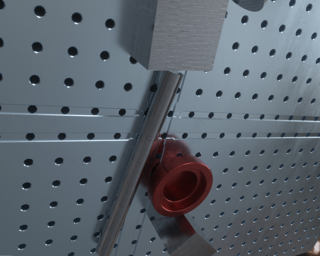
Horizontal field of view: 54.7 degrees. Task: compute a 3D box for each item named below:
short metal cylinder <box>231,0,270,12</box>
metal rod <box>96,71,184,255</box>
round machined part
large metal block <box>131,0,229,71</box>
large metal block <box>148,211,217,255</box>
[{"bbox_3d":[0.096,-0.170,0.322,0.050,0.080,0.080,-46,129,3],"label":"short metal cylinder"},{"bbox_3d":[-0.035,0.061,0.429,0.025,0.025,0.298,9,114,-32],"label":"metal rod"},{"bbox_3d":[0.026,0.081,0.464,0.099,0.042,0.097,-13,123,-21],"label":"round machined part"},{"bbox_3d":[0.019,-0.109,0.338,0.081,0.050,0.079,-5,121,-26],"label":"large metal block"},{"bbox_3d":[0.036,0.171,0.501,0.050,0.080,0.080,-40,130,-1],"label":"large metal block"}]
